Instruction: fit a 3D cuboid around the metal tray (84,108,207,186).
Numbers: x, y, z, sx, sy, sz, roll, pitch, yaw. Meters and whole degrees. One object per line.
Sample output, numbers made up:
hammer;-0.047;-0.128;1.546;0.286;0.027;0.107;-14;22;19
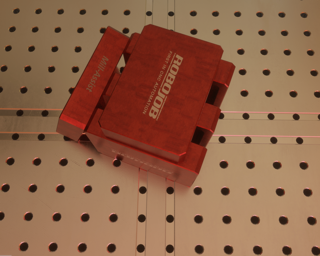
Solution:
metal tray;-0.016;0.026;0.367;0.130;0.090;0.030;20;72;7

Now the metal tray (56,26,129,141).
metal tray;-0.086;-0.053;0.393;0.030;0.090;0.130;27;71;-14

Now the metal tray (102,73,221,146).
metal tray;0.001;-0.015;0.381;0.130;0.090;0.030;19;70;5

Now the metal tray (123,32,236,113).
metal tray;0.022;-0.067;0.401;0.130;0.090;0.030;19;72;7

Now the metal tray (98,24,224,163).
metal tray;0.004;-0.039;0.327;0.090;0.030;0.130;20;71;7
